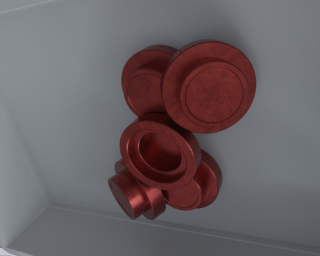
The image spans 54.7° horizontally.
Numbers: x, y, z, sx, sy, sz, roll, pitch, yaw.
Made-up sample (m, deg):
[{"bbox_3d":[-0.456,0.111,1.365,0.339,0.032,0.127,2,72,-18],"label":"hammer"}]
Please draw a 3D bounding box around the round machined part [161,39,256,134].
[{"bbox_3d":[0.051,-0.039,0.317,0.099,0.042,0.097,-2,112,-5],"label":"round machined part"}]

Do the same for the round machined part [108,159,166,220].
[{"bbox_3d":[-0.038,0.091,0.443,0.098,0.042,0.097,43,151,32],"label":"round machined part"}]

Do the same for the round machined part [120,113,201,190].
[{"bbox_3d":[0.004,0.025,0.380,0.098,0.042,0.097,13,124,20],"label":"round machined part"}]

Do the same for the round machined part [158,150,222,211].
[{"bbox_3d":[0.032,0.074,0.423,0.098,0.042,0.097,13,124,20],"label":"round machined part"}]

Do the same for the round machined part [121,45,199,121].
[{"bbox_3d":[-0.004,-0.045,0.368,0.098,0.042,0.097,13,124,20],"label":"round machined part"}]
